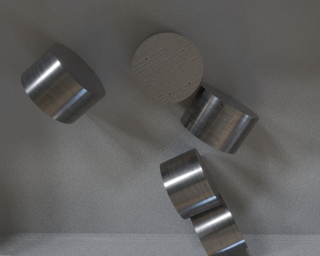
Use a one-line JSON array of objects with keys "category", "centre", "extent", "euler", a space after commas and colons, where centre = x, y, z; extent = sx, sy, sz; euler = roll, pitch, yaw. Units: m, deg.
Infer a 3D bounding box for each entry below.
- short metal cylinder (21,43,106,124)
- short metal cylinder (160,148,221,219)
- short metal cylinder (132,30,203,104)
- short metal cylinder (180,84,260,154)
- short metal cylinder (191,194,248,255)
[{"category": "short metal cylinder", "centre": [-0.111, -0.051, 0.362], "extent": [0.050, 0.080, 0.080], "euler": [-39, 106, 13]}, {"category": "short metal cylinder", "centre": [0.041, 0.073, 0.410], "extent": [0.050, 0.080, 0.080], "euler": [-26, 108, 9]}, {"category": "short metal cylinder", "centre": [0.008, -0.074, 0.371], "extent": [0.081, 0.050, 0.079], "euler": [0, 110, -1]}, {"category": "short metal cylinder", "centre": [0.072, -0.012, 0.379], "extent": [0.080, 0.080, 0.050], "euler": [27, 108, -10]}, {"category": "short metal cylinder", "centre": [0.080, 0.139, 0.432], "extent": [0.050, 0.080, 0.080], "euler": [-27, 108, 3]}]
